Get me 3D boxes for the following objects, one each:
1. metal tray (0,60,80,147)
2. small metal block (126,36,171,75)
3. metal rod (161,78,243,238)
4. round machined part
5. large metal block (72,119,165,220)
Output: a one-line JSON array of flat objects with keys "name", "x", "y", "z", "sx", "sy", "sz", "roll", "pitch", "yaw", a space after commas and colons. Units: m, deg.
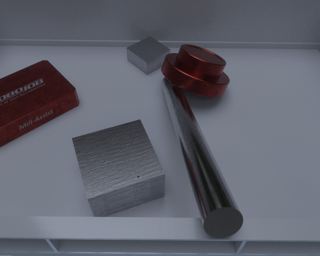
[{"name": "metal tray", "x": -0.193, "y": -0.038, "z": 0.431, "sx": 0.131, "sy": 0.030, "sz": 0.090, "roll": -33, "pitch": 58, "yaw": -25}, {"name": "small metal block", "x": -0.019, "y": -0.119, "z": 0.505, "sx": 0.050, "sy": 0.025, "sz": 0.050, "roll": -34, "pitch": 58, "yaw": -26}, {"name": "metal rod", "x": 0.027, "y": -0.004, "z": 0.328, "sx": 0.025, "sy": 0.025, "sz": 0.300, "roll": -4, "pitch": 25, "yaw": -4}, {"name": "round machined part", "x": 0.055, "y": -0.087, "z": 0.443, "sx": 0.099, "sy": 0.042, "sz": 0.098, "roll": 16, "pitch": 29, "yaw": -9}, {"name": "large metal block", "x": -0.047, "y": 0.045, "z": 0.350, "sx": 0.081, "sy": 0.050, "sz": 0.080, "roll": -16, "pitch": 52, "yaw": -14}]
